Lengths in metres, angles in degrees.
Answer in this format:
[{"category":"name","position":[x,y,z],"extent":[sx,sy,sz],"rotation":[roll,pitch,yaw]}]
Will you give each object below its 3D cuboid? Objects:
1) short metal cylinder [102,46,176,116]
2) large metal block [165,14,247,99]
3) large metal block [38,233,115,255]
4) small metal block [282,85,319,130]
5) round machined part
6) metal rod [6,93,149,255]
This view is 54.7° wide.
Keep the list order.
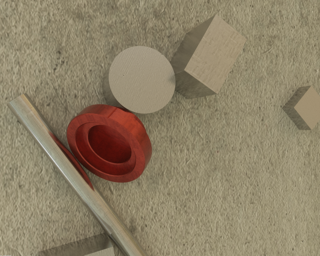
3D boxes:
[{"category":"short metal cylinder","position":[-0.027,-0.055,0.383],"extent":[0.081,0.050,0.080],"rotation":[1,86,-19]},{"category":"large metal block","position":[0.053,-0.087,0.400],"extent":[0.050,0.080,0.080],"rotation":[33,79,-18]},{"category":"large metal block","position":[-0.093,0.180,0.362],"extent":[0.081,0.050,0.079],"rotation":[-11,94,-20]},{"category":"small metal block","position":[0.234,-0.032,0.498],"extent":[0.050,0.025,0.050],"rotation":[46,75,-15]},{"category":"round machined part","position":[-0.054,0.014,0.361],"extent":[0.098,0.098,0.042],"rotation":[49,40,-14]},{"category":"metal rod","position":[-0.081,0.089,0.380],"extent":[0.025,0.025,0.299],"rotation":[-37,102,-16]}]
